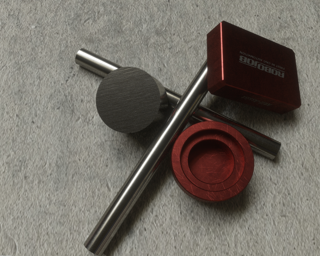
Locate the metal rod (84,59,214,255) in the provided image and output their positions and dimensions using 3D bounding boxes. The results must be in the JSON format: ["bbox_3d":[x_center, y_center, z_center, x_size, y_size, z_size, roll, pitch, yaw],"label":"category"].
[{"bbox_3d":[0.004,0.018,0.384,0.025,0.025,0.300,32,79,11],"label":"metal rod"}]

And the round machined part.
[{"bbox_3d":[0.062,0.044,0.385,0.099,0.042,0.098,0,70,0],"label":"round machined part"}]

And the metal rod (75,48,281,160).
[{"bbox_3d":[0.018,-0.037,0.424,0.301,0.025,0.025,27,72,9],"label":"metal rod"}]

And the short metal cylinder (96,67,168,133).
[{"bbox_3d":[-0.034,-0.034,0.394,0.080,0.050,0.080,0,90,11],"label":"short metal cylinder"}]

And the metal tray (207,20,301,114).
[{"bbox_3d":[0.124,-0.076,0.405,0.131,0.030,0.090,12,68,-26],"label":"metal tray"}]
